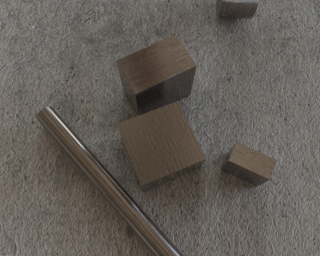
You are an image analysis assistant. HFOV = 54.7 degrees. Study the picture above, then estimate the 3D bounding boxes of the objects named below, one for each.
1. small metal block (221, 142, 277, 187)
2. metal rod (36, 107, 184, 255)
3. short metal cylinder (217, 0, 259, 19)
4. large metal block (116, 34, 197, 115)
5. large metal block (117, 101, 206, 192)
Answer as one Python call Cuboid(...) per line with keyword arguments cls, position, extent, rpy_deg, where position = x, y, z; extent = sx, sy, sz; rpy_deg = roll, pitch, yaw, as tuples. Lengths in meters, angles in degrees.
Cuboid(cls="small metal block", position=(0.107, 0.046, 0.379), extent=(0.050, 0.050, 0.025), rpy_deg=(25, 72, 8))
Cuboid(cls="metal rod", position=(-0.052, 0.084, 0.377), extent=(0.025, 0.025, 0.300), rpy_deg=(-41, 75, -14))
Cuboid(cls="short metal cylinder", position=(0.115, -0.204, 0.455), extent=(0.050, 0.080, 0.080), rpy_deg=(5, 70, 2))
Cuboid(cls="large metal block", position=(-0.004, -0.063, 0.402), extent=(0.080, 0.080, 0.050), rpy_deg=(-27, 72, -9))
Cuboid(cls="large metal block", position=(0.001, 0.024, 0.386), extent=(0.080, 0.050, 0.080), rpy_deg=(-21, 72, -8))
